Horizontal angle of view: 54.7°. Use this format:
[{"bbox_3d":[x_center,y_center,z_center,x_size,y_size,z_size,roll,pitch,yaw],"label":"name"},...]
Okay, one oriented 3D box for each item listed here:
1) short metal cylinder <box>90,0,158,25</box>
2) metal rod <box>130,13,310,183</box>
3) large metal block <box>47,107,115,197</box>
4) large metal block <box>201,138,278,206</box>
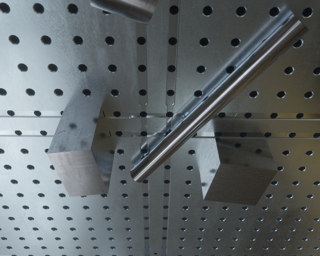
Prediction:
[{"bbox_3d":[-0.023,-0.134,0.261,0.050,0.080,0.079,15,129,-13],"label":"short metal cylinder"},{"bbox_3d":[0.055,-0.019,0.395,0.025,0.025,0.299,30,124,-23],"label":"metal rod"},{"bbox_3d":[-0.096,0.030,0.400,0.050,0.080,0.080,-6,130,5],"label":"large metal block"},{"bbox_3d":[0.111,0.065,0.452,0.081,0.050,0.079,8,130,-7],"label":"large metal block"}]
